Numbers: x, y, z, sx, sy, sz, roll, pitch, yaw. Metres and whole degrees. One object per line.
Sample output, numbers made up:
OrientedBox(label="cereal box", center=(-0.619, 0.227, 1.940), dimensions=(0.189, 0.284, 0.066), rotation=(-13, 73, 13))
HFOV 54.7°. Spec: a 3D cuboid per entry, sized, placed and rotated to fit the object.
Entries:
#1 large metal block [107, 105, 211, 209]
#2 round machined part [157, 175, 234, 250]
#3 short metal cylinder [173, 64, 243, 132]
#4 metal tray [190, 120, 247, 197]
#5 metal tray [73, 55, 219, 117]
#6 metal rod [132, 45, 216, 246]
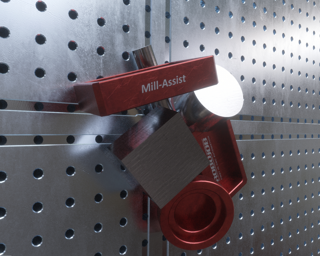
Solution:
OrientedBox(label="large metal block", center=(-0.001, 0.032, 0.364), dimensions=(0.080, 0.050, 0.080), rotation=(-40, 117, -13))
OrientedBox(label="round machined part", center=(0.044, 0.108, 0.413), dimensions=(0.099, 0.042, 0.097), rotation=(-3, 104, -10))
OrientedBox(label="short metal cylinder", center=(0.066, -0.041, 0.424), dimensions=(0.081, 0.050, 0.080), rotation=(12, 62, -23))
OrientedBox(label="metal tray", center=(0.082, 0.048, 0.470), dimensions=(0.091, 0.030, 0.129), rotation=(-32, 110, -36))
OrientedBox(label="metal tray", center=(-0.016, -0.047, 0.330), dimensions=(0.131, 0.090, 0.030), rotation=(-18, 104, -24))
OrientedBox(label="metal rod", center=(0.026, 0.035, 0.426), dimensions=(0.025, 0.025, 0.298), rotation=(-32, 110, -36))
